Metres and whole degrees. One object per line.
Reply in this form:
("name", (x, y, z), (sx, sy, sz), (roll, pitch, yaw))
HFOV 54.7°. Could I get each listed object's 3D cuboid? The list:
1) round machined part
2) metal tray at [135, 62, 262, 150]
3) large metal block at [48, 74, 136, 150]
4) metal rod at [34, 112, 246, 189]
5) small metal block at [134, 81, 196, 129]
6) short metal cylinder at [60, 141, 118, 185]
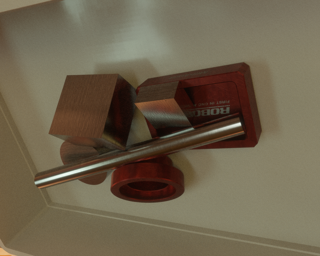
("round machined part", (-0.016, 0.067, 0.423), (0.099, 0.042, 0.098), (0, 149, 0))
("metal tray", (0.044, -0.020, 0.366), (0.130, 0.030, 0.090), (-5, 116, 30))
("large metal block", (-0.081, -0.020, 0.390), (0.080, 0.080, 0.050), (4, 162, 27))
("metal rod", (-0.042, 0.036, 0.396), (0.300, 0.025, 0.025), (-17, 110, 23))
("small metal block", (0.007, -0.025, 0.358), (0.050, 0.025, 0.050), (-5, 143, 30))
("short metal cylinder", (-0.100, 0.038, 0.464), (0.080, 0.050, 0.079), (13, 124, 20))
